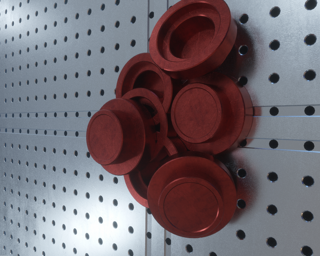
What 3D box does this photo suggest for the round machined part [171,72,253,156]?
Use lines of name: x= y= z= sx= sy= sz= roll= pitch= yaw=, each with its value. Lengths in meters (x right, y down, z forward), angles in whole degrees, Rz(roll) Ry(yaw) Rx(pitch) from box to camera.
round machined part: x=0.052 y=-0.016 z=0.356 sx=0.098 sy=0.042 sz=0.097 roll=0 pitch=90 yaw=40

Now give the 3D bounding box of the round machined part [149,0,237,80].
round machined part: x=0.040 y=-0.097 z=0.352 sx=0.098 sy=0.042 sz=0.098 roll=-14 pitch=62 yaw=28

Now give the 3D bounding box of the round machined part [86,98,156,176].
round machined part: x=-0.055 y=0.011 z=0.390 sx=0.098 sy=0.042 sz=0.097 roll=0 pitch=90 yaw=40

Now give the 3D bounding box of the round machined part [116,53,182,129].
round machined part: x=-0.010 y=-0.046 z=0.408 sx=0.098 sy=0.042 sz=0.097 roll=0 pitch=90 yaw=40

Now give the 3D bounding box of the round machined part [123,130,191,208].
round machined part: x=0.001 y=0.051 z=0.398 sx=0.098 sy=0.042 sz=0.097 roll=0 pitch=90 yaw=40

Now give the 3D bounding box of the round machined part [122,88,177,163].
round machined part: x=-0.015 y=-0.002 z=0.411 sx=0.098 sy=0.042 sz=0.097 roll=0 pitch=90 yaw=40

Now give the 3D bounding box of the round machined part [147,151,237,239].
round machined part: x=0.034 y=0.078 z=0.339 sx=0.098 sy=0.042 sz=0.097 roll=1 pitch=103 yaw=7
